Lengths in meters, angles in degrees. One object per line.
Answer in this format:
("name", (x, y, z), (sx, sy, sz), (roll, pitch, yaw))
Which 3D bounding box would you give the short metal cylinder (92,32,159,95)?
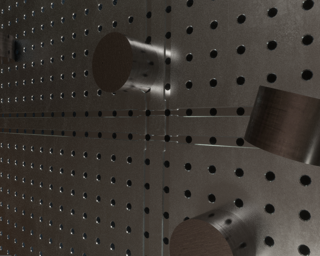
("short metal cylinder", (-0.049, -0.087, 0.431), (0.080, 0.050, 0.079), (0, 90, 39))

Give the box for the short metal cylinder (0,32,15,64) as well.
("short metal cylinder", (-0.354, -0.170, 0.661), (0.080, 0.081, 0.050), (-2, 89, 39))

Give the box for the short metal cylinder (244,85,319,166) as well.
("short metal cylinder", (0.121, -0.004, 0.273), (0.080, 0.081, 0.050), (22, 104, 37))

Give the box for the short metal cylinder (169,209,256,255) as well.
("short metal cylinder", (0.058, 0.136, 0.344), (0.080, 0.050, 0.079), (0, 90, 39))
